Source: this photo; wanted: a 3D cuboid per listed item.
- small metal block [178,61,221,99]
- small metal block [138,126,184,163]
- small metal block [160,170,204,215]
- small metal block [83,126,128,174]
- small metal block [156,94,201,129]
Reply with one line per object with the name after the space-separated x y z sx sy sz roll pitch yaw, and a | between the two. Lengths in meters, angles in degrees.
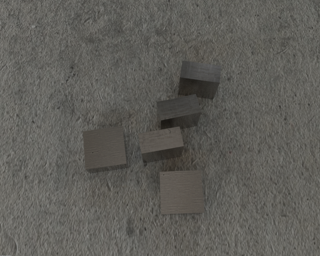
0.052 -0.064 0.418 0.050 0.050 0.025 8 71 3 | small metal block
0.001 0.022 0.387 0.050 0.050 0.025 -10 71 -4 | small metal block
0.026 0.080 0.379 0.050 0.025 0.050 -2 70 -1 | small metal block
-0.069 0.028 0.397 0.050 0.025 0.050 -8 70 -3 | small metal block
0.023 -0.017 0.401 0.050 0.050 0.025 -12 71 -4 | small metal block
